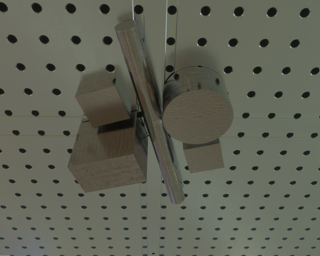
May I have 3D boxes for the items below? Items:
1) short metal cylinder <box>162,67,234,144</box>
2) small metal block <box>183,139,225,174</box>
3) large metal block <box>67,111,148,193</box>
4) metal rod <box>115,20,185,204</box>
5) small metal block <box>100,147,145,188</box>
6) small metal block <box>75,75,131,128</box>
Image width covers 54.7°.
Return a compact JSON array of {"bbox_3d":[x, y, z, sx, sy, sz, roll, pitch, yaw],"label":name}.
[{"bbox_3d":[0.043,-0.026,0.373,0.081,0.050,0.079,0,130,0],"label":"short metal cylinder"},{"bbox_3d":[0.062,0.035,0.443,0.050,0.025,0.050,-11,130,9],"label":"small metal block"},{"bbox_3d":[-0.062,0.030,0.398,0.080,0.080,0.050,-12,129,9],"label":"large metal block"},{"bbox_3d":[-0.003,0.004,0.415,0.025,0.025,0.298,-10,130,8],"label":"metal rod"},{"bbox_3d":[-0.055,0.059,0.461,0.050,0.025,0.050,-12,129,9],"label":"small metal block"},{"bbox_3d":[-0.068,-0.032,0.383,0.050,0.025,0.050,-14,129,10],"label":"small metal block"}]
